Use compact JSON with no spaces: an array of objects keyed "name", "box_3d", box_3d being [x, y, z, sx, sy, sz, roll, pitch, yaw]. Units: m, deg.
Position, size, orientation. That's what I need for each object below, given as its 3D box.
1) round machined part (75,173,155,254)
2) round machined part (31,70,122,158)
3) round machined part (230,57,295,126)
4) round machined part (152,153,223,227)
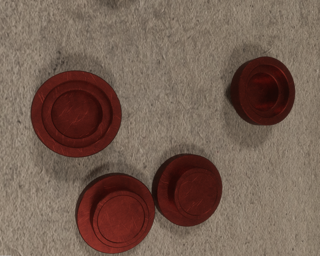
[{"name":"round machined part","box_3d":[-0.052,0.107,0.382,0.099,0.042,0.097,0,90,-21]},{"name":"round machined part","box_3d":[-0.098,-0.016,0.364,0.099,0.042,0.097,0,90,-21]},{"name":"round machined part","box_3d":[0.145,-0.052,0.455,0.099,0.042,0.097,0,90,-21]},{"name":"round machined part","box_3d":[0.042,0.084,0.417,0.099,0.042,0.097,0,90,-21]}]
